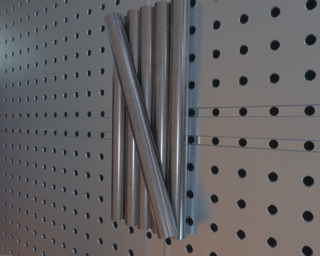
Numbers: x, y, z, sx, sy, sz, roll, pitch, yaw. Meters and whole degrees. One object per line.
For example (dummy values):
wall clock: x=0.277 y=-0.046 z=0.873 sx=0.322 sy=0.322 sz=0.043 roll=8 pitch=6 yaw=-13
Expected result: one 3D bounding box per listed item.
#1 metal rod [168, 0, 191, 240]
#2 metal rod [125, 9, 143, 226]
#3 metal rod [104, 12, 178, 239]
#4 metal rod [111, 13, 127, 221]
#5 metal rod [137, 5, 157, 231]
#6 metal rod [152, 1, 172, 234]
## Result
metal rod: x=0.024 y=-0.012 z=0.391 sx=0.025 sy=0.025 sz=0.298 roll=2 pitch=91 yaw=40
metal rod: x=-0.035 y=-0.014 z=0.439 sx=0.025 sy=0.025 sz=0.298 roll=1 pitch=91 yaw=40
metal rod: x=-0.028 y=-0.013 z=0.401 sx=0.025 sy=0.025 sz=0.299 roll=-24 pitch=75 yaw=37
metal rod: x=-0.058 y=-0.015 z=0.457 sx=0.025 sy=0.025 sz=0.298 roll=1 pitch=91 yaw=40
metal rod: x=-0.017 y=-0.013 z=0.423 sx=0.025 sy=0.025 sz=0.298 roll=1 pitch=91 yaw=40
metal rod: x=0.004 y=-0.013 z=0.408 sx=0.025 sy=0.025 sz=0.298 roll=1 pitch=91 yaw=40
